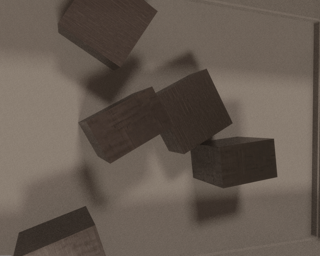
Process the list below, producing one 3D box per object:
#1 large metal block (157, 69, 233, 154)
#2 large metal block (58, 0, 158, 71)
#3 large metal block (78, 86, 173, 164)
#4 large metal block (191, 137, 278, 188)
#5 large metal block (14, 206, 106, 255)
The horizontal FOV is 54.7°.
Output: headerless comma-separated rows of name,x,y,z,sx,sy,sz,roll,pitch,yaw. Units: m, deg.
large metal block,0.036,-0.022,0.412,0.080,0.050,0.080,-31,100,-18
large metal block,-0.063,-0.126,0.370,0.080,0.050,0.080,34,85,-18
large metal block,-0.044,-0.004,0.366,0.080,0.080,0.050,-31,101,-18
large metal block,0.096,0.042,0.419,0.081,0.080,0.050,-7,93,-20
large metal block,-0.108,0.134,0.342,0.081,0.080,0.050,-19,97,-19
